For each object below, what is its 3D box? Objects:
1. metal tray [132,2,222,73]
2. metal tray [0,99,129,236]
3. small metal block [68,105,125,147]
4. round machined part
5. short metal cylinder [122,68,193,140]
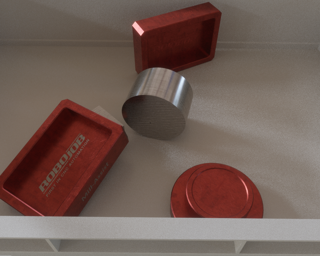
[{"bbox_3d":[0.026,-0.130,0.472,0.131,0.089,0.030,-21,54,-18],"label":"metal tray"},{"bbox_3d":[-0.108,0.039,0.346,0.090,0.030,0.130,26,69,19],"label":"metal tray"},{"bbox_3d":[-0.081,0.005,0.400,0.050,0.025,0.050,37,59,26],"label":"small metal block"},{"bbox_3d":[0.061,0.077,0.330,0.099,0.042,0.098,0,50,0],"label":"round machined part"},{"bbox_3d":[-0.002,-0.030,0.394,0.080,0.080,0.050,11,51,9],"label":"short metal cylinder"}]
